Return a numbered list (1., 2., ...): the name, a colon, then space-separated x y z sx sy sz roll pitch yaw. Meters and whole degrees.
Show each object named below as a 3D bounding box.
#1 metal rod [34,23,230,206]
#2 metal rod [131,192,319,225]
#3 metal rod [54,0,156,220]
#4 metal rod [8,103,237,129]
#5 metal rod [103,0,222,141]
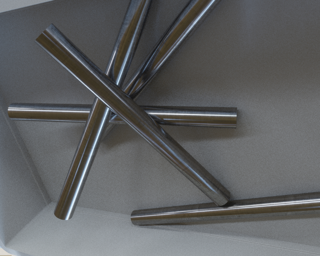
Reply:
1. metal rod: -0.014 0.002 0.361 0.025 0.025 0.300 -27 121 37
2. metal rod: 0.079 0.118 0.438 0.300 0.025 0.025 -16 111 34
3. metal rod: -0.071 -0.016 0.370 0.025 0.025 0.298 27 107 11
4. metal rod: -0.057 -0.017 0.393 0.301 0.025 0.025 2 120 15
5. metal rod: -0.022 -0.061 0.381 0.025 0.025 0.298 44 129 -2
